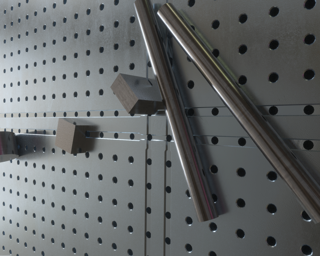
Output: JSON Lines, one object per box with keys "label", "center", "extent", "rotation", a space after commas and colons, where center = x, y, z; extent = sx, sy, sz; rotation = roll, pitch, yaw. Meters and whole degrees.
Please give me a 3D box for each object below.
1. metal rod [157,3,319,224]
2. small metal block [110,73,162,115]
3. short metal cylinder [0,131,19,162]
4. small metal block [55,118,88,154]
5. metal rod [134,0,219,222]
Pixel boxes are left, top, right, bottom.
{"label": "metal rod", "center": [0.080, -0.035, 0.343], "extent": [0.025, 0.025, 0.299], "rotation": [-46, 63, 30]}
{"label": "small metal block", "center": [-0.030, -0.045, 0.418], "extent": [0.025, 0.050, 0.050], "rotation": [-51, 60, 28]}
{"label": "short metal cylinder", "center": [-0.350, 0.043, 0.663], "extent": [0.080, 0.081, 0.050], "rotation": [-23, 76, 37]}
{"label": "small metal block", "center": [-0.154, 0.013, 0.537], "extent": [0.050, 0.025, 0.050], "rotation": [20, 103, 38]}
{"label": "metal rod", "center": [0.016, -0.033, 0.395], "extent": [0.025, 0.025, 0.299], "rotation": [-26, 74, 37]}
